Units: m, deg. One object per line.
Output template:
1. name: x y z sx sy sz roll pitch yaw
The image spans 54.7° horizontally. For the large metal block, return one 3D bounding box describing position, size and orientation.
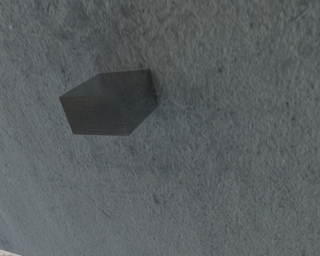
1. large metal block: -0.059 -0.033 0.381 0.080 0.080 0.050 1 119 27
